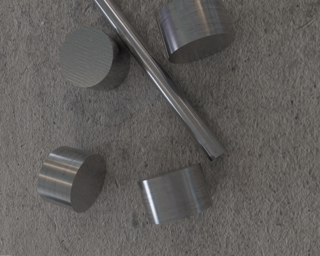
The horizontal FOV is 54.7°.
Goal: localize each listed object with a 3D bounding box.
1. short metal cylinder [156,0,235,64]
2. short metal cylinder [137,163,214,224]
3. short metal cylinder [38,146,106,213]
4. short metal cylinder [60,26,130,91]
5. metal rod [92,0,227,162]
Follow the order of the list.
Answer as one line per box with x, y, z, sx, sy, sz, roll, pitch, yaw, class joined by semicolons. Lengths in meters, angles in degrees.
0.041;-0.115;0.365;0.080;0.080;0.050;-19;84;19;short metal cylinder
0.018;0.077;0.373;0.080;0.080;0.050;-19;84;19;short metal cylinder
-0.117;0.068;0.421;0.050;0.080;0.079;13;94;19;short metal cylinder
-0.088;-0.093;0.427;0.080;0.050;0.079;0;90;20;short metal cylinder
-0.012;-0.085;0.413;0.025;0.025;0.299;-39;78;16;metal rod
